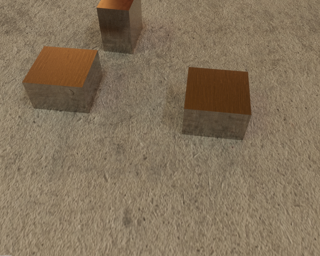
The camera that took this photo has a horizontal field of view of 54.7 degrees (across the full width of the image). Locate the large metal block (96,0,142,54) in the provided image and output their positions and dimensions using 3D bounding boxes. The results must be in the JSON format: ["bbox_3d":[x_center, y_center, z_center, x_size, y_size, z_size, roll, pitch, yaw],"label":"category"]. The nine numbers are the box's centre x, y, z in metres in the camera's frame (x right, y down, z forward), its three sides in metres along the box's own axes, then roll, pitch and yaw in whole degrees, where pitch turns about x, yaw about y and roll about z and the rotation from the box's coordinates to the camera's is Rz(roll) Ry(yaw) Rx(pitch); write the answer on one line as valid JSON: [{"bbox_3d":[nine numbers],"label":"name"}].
[{"bbox_3d":[-0.064,-0.184,0.521,0.050,0.080,0.080,8,51,6],"label":"large metal block"}]

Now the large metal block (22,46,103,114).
[{"bbox_3d":[-0.135,-0.070,0.445,0.080,0.050,0.080,5,50,4],"label":"large metal block"}]

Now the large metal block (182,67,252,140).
[{"bbox_3d":[0.074,-0.034,0.416,0.080,0.050,0.080,6,50,5],"label":"large metal block"}]
